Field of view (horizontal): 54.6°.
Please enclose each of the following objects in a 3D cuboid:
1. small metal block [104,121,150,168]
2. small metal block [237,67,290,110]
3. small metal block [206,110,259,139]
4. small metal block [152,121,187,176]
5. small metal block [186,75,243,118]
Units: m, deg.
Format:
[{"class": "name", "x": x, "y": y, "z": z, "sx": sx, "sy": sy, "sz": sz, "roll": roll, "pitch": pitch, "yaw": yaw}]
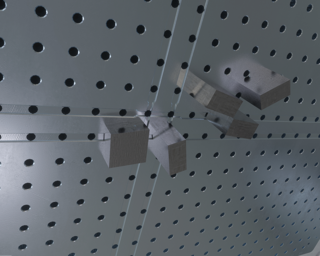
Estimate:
[{"class": "small metal block", "x": -0.044, "y": 0.021, "z": 0.399, "sx": 0.050, "sy": 0.025, "sz": 0.050, "roll": -7, "pitch": 121, "yaw": -25}, {"class": "small metal block", "x": 0.146, "y": -0.057, "z": 0.439, "sx": 0.050, "sy": 0.050, "sz": 0.025, "roll": -27, "pitch": 128, "yaw": -11}, {"class": "small metal block", "x": 0.103, "y": -0.010, "z": 0.444, "sx": 0.050, "sy": 0.050, "sz": 0.025, "roll": 9, "pitch": 114, "yaw": -32}, {"class": "small metal block", "x": 0.012, "y": 0.027, "z": 0.418, "sx": 0.025, "sy": 0.050, "sz": 0.050, "roll": -17, "pitch": 125, "yaw": -19}, {"class": "small metal block", "x": 0.071, "y": -0.041, "z": 0.408, "sx": 0.050, "sy": 0.050, "sz": 0.025, "roll": 16, "pitch": 110, "yaw": -35}]
